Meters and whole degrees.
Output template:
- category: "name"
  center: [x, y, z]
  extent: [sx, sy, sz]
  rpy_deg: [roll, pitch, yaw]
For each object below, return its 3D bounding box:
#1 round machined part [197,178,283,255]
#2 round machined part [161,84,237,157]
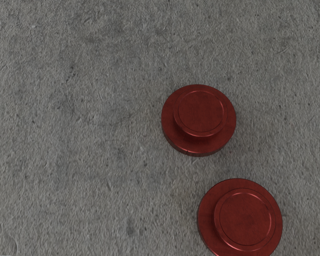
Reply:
- category: "round machined part"
  center: [0.094, 0.107, 0.361]
  extent: [0.099, 0.042, 0.098]
  rpy_deg: [0, 70, 0]
- category: "round machined part"
  center: [0.051, -0.014, 0.404]
  extent: [0.099, 0.042, 0.098]
  rpy_deg: [0, 70, 0]
